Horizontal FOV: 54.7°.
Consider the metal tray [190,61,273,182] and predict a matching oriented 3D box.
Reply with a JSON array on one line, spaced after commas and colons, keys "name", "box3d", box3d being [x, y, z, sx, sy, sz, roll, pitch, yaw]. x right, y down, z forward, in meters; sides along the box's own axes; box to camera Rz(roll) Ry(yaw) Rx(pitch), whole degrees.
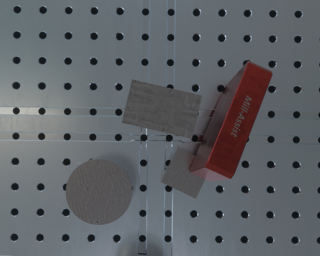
[{"name": "metal tray", "box3d": [0.081, -0.003, 0.367, 0.030, 0.090, 0.130, 25, 76, 0]}]

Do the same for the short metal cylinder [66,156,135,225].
[{"name": "short metal cylinder", "box3d": [-0.074, 0.078, 0.400, 0.081, 0.050, 0.079, 0, 90, 0]}]

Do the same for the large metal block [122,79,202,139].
[{"name": "large metal block", "box3d": [0.002, -0.021, 0.386, 0.080, 0.080, 0.050, 13, 90, 0]}]

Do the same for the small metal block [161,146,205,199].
[{"name": "small metal block", "box3d": [0.035, 0.058, 0.414, 0.050, 0.025, 0.050, 26, 90, 0]}]
